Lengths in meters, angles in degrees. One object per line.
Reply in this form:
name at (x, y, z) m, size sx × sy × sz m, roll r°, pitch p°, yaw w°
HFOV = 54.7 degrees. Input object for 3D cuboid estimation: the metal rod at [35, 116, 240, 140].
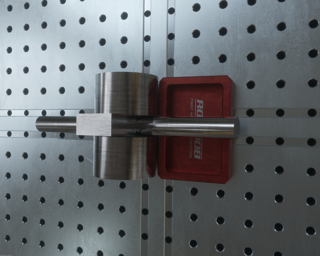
metal rod at (-0.049, -0.003, 0.405) m, size 0.300 × 0.025 × 0.025 m, roll 1°, pitch 91°, yaw 28°

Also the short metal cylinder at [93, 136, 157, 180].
short metal cylinder at (-0.045, 0.035, 0.399) m, size 0.080 × 0.080 × 0.050 m, roll 2°, pitch 91°, yaw 20°

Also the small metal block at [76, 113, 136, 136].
small metal block at (-0.063, -0.004, 0.371) m, size 0.050 × 0.050 × 0.025 m, roll 1°, pitch 91°, yaw 28°

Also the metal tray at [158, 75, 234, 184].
metal tray at (0.045, 0.001, 0.394) m, size 0.090 × 0.030 × 0.129 m, roll 1°, pitch 90°, yaw 19°

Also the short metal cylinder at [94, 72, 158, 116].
short metal cylinder at (-0.043, -0.040, 0.397) m, size 0.080 × 0.080 × 0.050 m, roll 1°, pitch 91°, yaw 20°
